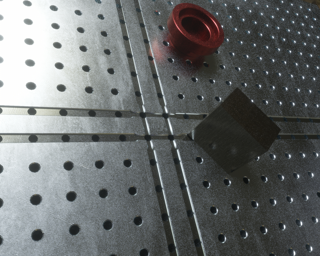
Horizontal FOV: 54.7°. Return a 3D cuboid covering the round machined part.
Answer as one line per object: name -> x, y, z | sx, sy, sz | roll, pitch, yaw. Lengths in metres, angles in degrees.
round machined part -> 0.056, -0.161, 0.525 | 0.099, 0.042, 0.098 | 14, 56, -21

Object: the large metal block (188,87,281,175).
large metal block -> 0.099, 0.006, 0.423 | 0.080, 0.080, 0.050 | 45, 51, 3
